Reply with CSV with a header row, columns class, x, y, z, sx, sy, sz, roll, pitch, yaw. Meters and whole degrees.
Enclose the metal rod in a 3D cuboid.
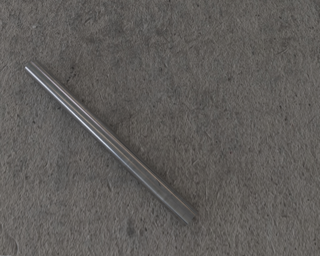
class,x,y,z,sx,sy,sz,roll,pitch,yaw
metal rod,-0.071,0.011,0.403,0.300,0.025,0.025,42,75,13
